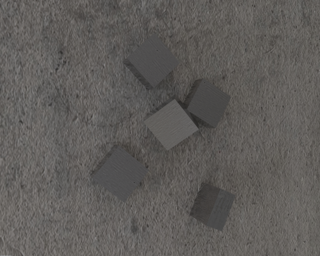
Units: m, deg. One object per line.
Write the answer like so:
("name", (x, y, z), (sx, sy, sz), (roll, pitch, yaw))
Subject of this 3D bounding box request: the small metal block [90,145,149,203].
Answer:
("small metal block", (-0.051, 0.056, 0.390), (0.050, 0.025, 0.050), (42, 77, -15))

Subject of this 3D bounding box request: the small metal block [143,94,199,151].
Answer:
("small metal block", (0.015, -0.007, 0.403), (0.050, 0.025, 0.050), (-36, 104, 15))

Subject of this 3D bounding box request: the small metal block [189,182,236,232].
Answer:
("small metal block", (0.070, 0.105, 0.422), (0.025, 0.050, 0.050), (26, 82, -18))

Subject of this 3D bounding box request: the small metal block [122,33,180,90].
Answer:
("small metal block", (-0.012, -0.086, 0.404), (0.050, 0.025, 0.050), (-46, 105, -14))

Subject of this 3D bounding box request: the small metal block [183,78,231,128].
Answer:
("small metal block", (0.063, -0.034, 0.432), (0.050, 0.025, 0.050), (31, 80, -18))
